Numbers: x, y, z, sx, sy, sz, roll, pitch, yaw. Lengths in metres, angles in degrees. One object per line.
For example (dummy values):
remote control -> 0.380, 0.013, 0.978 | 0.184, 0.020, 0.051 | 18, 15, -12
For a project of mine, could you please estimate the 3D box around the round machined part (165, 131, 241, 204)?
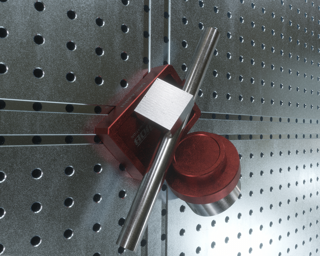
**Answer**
round machined part -> 0.051, 0.043, 0.393 | 0.098, 0.098, 0.042 | -54, 144, -27

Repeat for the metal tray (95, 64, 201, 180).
metal tray -> -0.009, -0.009, 0.399 | 0.130, 0.030, 0.090 | -51, 120, -28

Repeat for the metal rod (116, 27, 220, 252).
metal rod -> 0.017, 0.000, 0.386 | 0.025, 0.025, 0.300 | 35, 68, -35

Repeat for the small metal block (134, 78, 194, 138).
small metal block -> 0.006, -0.024, 0.371 | 0.050, 0.050, 0.025 | -56, 161, -14

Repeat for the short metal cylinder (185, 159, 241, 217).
short metal cylinder -> 0.064, 0.074, 0.428 | 0.080, 0.080, 0.050 | -51, 121, -28
